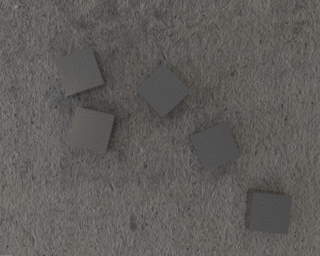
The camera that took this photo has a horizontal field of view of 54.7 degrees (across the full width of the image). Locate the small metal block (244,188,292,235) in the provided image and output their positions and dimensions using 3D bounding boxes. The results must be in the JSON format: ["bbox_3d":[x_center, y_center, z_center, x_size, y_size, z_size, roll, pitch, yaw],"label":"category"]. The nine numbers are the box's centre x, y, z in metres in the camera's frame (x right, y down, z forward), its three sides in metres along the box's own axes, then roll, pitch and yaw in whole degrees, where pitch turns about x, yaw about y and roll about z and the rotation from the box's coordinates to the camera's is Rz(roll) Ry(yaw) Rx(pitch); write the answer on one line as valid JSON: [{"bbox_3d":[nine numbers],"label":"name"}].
[{"bbox_3d":[0.143,0.110,0.411,0.050,0.025,0.050,6,90,0],"label":"small metal block"}]

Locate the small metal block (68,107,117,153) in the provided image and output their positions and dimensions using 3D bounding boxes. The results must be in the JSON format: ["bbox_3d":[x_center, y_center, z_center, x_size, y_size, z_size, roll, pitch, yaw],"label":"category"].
[{"bbox_3d":[-0.088,0.002,0.409,0.050,0.025,0.050,13,90,0],"label":"small metal block"}]

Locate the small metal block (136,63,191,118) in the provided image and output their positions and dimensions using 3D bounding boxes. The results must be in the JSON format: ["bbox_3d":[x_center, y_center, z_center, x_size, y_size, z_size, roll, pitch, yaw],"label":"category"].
[{"bbox_3d":[0.004,-0.048,0.410,0.050,0.025,0.050,-44,90,0],"label":"small metal block"}]

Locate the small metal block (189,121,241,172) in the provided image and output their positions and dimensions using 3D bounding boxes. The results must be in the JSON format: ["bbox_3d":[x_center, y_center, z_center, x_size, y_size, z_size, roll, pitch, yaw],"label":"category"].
[{"bbox_3d":[0.071,0.024,0.410,0.050,0.025,0.050,-23,90,0],"label":"small metal block"}]

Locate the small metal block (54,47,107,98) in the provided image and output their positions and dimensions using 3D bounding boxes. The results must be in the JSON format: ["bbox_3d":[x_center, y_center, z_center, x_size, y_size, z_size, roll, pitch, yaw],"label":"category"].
[{"bbox_3d":[-0.104,-0.072,0.409,0.050,0.025,0.050,-19,90,0],"label":"small metal block"}]
